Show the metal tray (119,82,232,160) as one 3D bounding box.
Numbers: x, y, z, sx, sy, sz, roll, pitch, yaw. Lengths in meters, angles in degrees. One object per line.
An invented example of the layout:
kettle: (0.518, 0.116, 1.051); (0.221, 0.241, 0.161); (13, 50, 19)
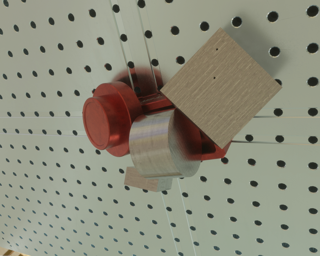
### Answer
metal tray: (0.014, 0.001, 0.398); (0.130, 0.030, 0.090); (-12, 113, 33)

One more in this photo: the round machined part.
round machined part: (-0.065, -0.009, 0.400); (0.098, 0.042, 0.097); (21, 119, 46)

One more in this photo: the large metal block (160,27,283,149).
large metal block: (0.057, -0.038, 0.311); (0.080, 0.050, 0.080); (43, 92, -3)

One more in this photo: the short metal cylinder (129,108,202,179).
short metal cylinder: (0.009, 0.019, 0.362); (0.050, 0.080, 0.080); (-10, 114, 31)

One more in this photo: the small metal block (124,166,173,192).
small metal block: (-0.015, 0.071, 0.439); (0.050, 0.050, 0.025); (8, 88, 25)
